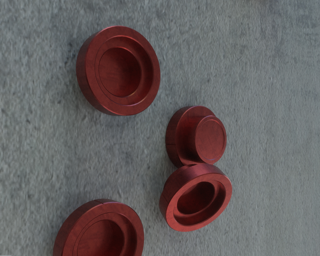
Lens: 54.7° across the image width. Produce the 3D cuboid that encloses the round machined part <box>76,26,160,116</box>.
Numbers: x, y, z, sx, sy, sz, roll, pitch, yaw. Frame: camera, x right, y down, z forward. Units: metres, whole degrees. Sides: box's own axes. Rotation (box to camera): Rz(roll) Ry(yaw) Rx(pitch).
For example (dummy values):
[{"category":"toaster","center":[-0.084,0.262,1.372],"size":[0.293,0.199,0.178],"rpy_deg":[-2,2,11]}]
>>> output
[{"category":"round machined part","center":[-0.050,-0.062,0.353],"size":[0.099,0.042,0.097],"rpy_deg":[0,90,-40]}]

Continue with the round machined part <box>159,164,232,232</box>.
[{"category":"round machined part","center":[0.043,0.088,0.414],"size":[0.099,0.042,0.097],"rpy_deg":[-13,124,-20]}]

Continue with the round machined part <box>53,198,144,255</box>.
[{"category":"round machined part","center":[-0.069,0.126,0.338],"size":[0.099,0.042,0.097],"rpy_deg":[0,90,-40]}]

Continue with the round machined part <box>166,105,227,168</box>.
[{"category":"round machined part","center":[0.058,0.016,0.445],"size":[0.099,0.042,0.097],"rpy_deg":[0,90,-40]}]
